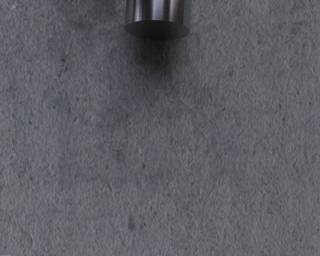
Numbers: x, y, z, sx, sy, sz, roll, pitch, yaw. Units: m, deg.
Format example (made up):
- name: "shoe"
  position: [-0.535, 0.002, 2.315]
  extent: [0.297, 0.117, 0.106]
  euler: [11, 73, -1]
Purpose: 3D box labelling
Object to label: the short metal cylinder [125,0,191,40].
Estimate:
- name: "short metal cylinder"
  position: [-0.002, -0.144, 0.382]
  extent: [0.081, 0.080, 0.050]
  euler: [3, 90, -1]
